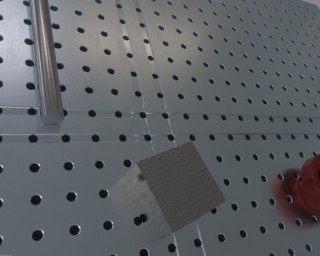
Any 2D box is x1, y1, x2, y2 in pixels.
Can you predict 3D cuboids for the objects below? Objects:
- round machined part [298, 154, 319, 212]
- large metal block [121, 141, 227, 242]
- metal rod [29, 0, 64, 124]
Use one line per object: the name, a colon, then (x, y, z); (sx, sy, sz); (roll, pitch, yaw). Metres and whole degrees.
round machined part: (0.256, 0.092, 0.479); (0.099, 0.042, 0.098); (14, 56, -21)
large metal block: (0.015, 0.071, 0.357); (0.081, 0.050, 0.080); (-18, 72, -35)
metal rod: (-0.157, -0.142, 0.409); (0.025, 0.025, 0.299); (-1, 62, -29)
